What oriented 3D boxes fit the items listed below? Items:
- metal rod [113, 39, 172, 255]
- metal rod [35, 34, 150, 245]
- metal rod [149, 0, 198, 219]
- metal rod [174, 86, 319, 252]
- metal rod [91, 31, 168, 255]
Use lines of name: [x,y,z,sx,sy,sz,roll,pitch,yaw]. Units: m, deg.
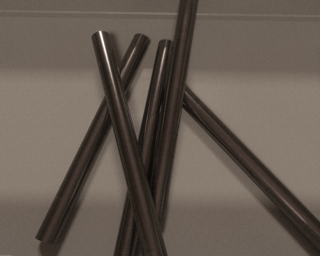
metal rod: [-0.016,0.016,0.403,0.025,0.025,0.299,10,70,3]
metal rod: [-0.080,0.000,0.408,0.025,0.025,0.300,20,71,7]
metal rod: [0.018,-0.038,0.400,0.025,0.025,0.299,9,79,3]
metal rod: [0.118,0.050,0.392,0.025,0.025,0.300,-39,75,-13]
metal rod: [-0.042,0.010,0.377,0.025,0.025,0.299,-14,71,-6]
